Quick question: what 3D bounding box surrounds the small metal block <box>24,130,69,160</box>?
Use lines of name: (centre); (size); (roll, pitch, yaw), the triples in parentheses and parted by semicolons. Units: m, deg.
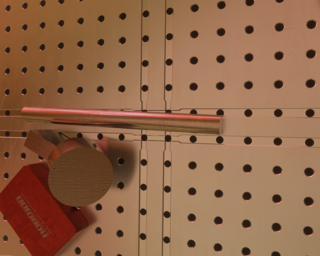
small metal block: (-0.158, 0.025, 0.453); (0.050, 0.050, 0.025); (28, 99, 17)

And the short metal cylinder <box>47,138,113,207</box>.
short metal cylinder: (-0.108, 0.057, 0.414); (0.081, 0.050, 0.079); (-5, 104, -21)

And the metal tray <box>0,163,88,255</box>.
metal tray: (-0.183, 0.129, 0.473); (0.090, 0.030, 0.130); (-46, 76, 14)

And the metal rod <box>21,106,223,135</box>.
metal rod: (-0.066, -0.013, 0.434); (0.301, 0.025, 0.025); (4, 91, 19)
